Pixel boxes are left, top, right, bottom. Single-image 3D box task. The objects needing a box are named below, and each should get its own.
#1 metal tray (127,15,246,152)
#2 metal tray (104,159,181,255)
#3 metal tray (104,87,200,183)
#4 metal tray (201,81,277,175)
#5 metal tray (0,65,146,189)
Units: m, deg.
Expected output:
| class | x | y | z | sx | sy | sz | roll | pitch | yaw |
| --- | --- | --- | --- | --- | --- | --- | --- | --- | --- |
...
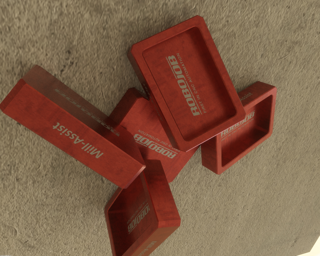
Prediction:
| class | x | y | z | sx | sy | sz | roll | pitch | yaw |
| --- | --- | --- | --- | --- | --- | --- | --- | --- | --- |
| metal tray | 0.031 | -0.049 | 0.355 | 0.090 | 0.030 | 0.129 | -28 | 99 | -11 |
| metal tray | -0.029 | 0.111 | 0.395 | 0.030 | 0.090 | 0.129 | 6 | 136 | -31 |
| metal tray | -0.010 | 0.015 | 0.410 | 0.131 | 0.030 | 0.090 | 28 | 103 | -38 |
| metal tray | 0.115 | -0.002 | 0.448 | 0.131 | 0.030 | 0.089 | -30 | 130 | -28 |
| metal tray | -0.079 | -0.003 | 0.302 | 0.130 | 0.090 | 0.030 | 38 | 97 | -23 |
